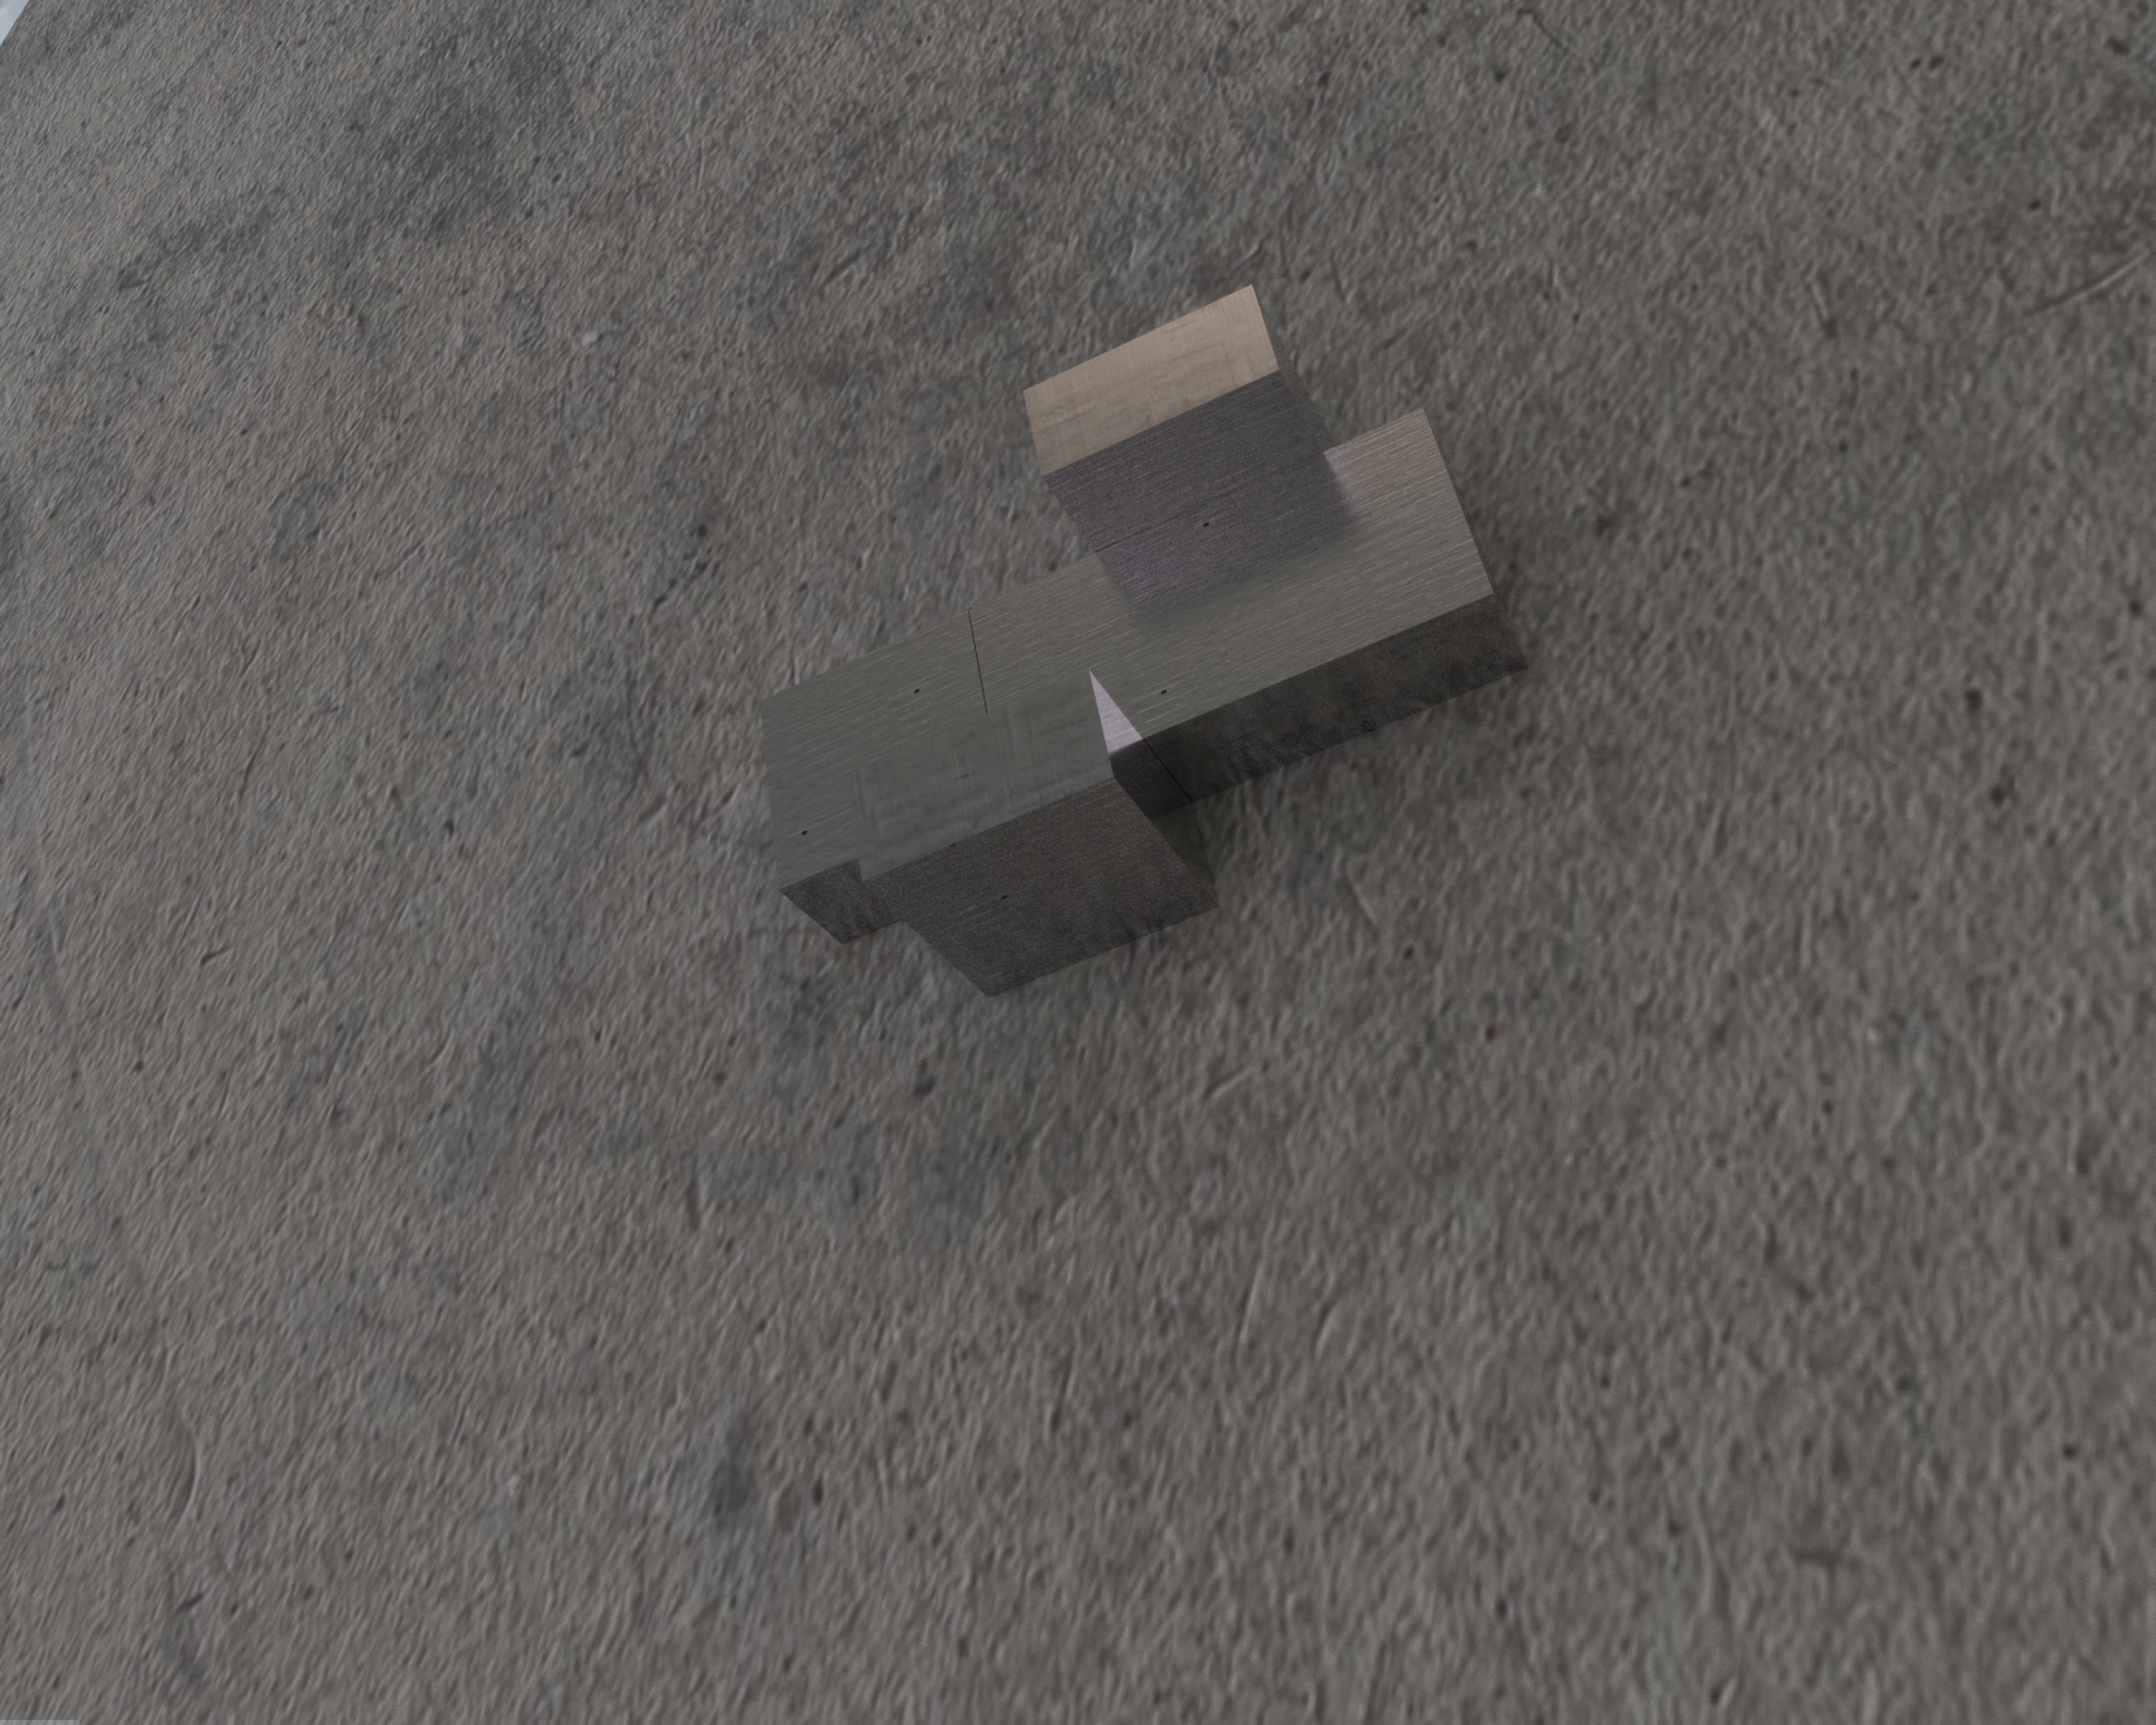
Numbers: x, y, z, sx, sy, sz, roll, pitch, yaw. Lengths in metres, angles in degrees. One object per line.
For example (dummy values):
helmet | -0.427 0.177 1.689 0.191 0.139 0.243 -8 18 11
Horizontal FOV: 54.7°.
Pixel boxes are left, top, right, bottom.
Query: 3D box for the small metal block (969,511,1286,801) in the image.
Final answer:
small metal block | 0.009 -0.036 0.421 0.050 0.025 0.050 -22 54 15

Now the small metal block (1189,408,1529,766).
small metal block | 0.054 -0.054 0.409 0.050 0.025 0.050 -22 54 15

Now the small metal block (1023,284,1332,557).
small metal block | 0.024 -0.082 0.426 0.050 0.050 0.025 -22 54 15

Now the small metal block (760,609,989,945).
small metal block | -0.036 -0.018 0.434 0.050 0.025 0.050 -22 54 15

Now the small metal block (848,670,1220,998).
small metal block | -0.008 -0.004 0.394 0.050 0.050 0.025 -22 54 15
